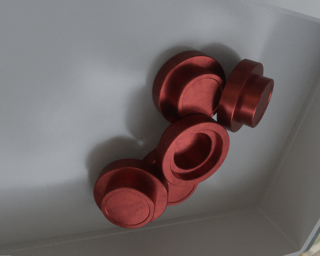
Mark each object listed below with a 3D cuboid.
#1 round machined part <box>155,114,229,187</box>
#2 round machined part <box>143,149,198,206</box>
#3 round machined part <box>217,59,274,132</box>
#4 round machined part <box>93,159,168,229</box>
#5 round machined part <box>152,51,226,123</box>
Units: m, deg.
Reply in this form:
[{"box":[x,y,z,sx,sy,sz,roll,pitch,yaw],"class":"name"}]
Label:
[{"box":[0.038,0.025,0.406,0.099,0.042,0.097,-14,125,-21],"class":"round machined part"},{"box":[0.017,0.074,0.453,0.099,0.042,0.097,-14,125,-21],"class":"round machined part"},{"box":[0.117,-0.039,0.410,0.099,0.042,0.097,-43,146,-38],"class":"round machined part"},{"box":[-0.039,0.092,0.405,0.099,0.042,0.097,2,118,4],"class":"round machined part"},{"box":[0.043,-0.044,0.393,0.099,0.042,0.097,-14,125,-21],"class":"round machined part"}]
